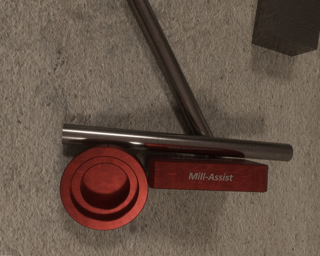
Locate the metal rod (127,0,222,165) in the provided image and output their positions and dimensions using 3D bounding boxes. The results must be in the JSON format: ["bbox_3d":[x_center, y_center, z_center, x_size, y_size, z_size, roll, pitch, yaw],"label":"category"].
[{"bbox_3d":[0.015,-0.078,0.415,0.025,0.025,0.299,-30,100,-18],"label":"metal rod"}]

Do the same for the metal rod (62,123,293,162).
[{"bbox_3d":[0.032,0.021,0.400,0.302,0.025,0.025,5,88,-13],"label":"metal rod"}]

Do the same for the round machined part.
[{"bbox_3d":[-0.064,0.066,0.368,0.099,0.042,0.097,-1,97,-6],"label":"round machined part"}]

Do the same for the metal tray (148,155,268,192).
[{"bbox_3d":[0.051,0.053,0.377,0.131,0.090,0.030,3,89,-5],"label":"metal tray"}]

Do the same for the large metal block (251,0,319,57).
[{"bbox_3d":[0.193,-0.162,0.469,0.081,0.050,0.080,11,86,-20],"label":"large metal block"}]
